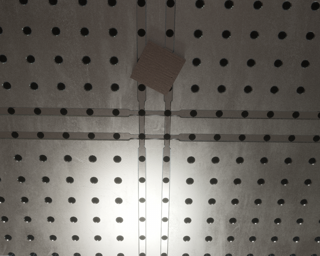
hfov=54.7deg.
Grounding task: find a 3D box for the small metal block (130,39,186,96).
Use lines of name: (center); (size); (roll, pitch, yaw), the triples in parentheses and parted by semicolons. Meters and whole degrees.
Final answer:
small metal block: (-0.003, -0.076, 0.386); (0.050, 0.025, 0.050); (26, 108, -10)
